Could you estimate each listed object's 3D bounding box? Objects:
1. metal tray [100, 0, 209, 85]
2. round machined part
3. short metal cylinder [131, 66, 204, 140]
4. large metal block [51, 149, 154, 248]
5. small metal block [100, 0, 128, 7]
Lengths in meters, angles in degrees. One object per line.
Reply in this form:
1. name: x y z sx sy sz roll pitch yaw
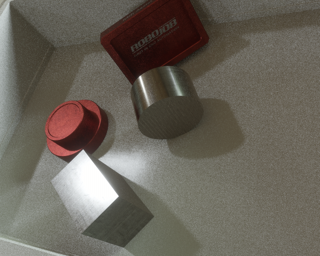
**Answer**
1. metal tray: -0.007 -0.128 0.441 0.130 0.090 0.030 -33 32 6
2. round machined part: -0.131 -0.002 0.462 0.098 0.042 0.098 -13 56 20
3. short metal cylinder: 0.008 -0.030 0.383 0.080 0.080 0.050 -26 53 12
4. large metal block: -0.064 0.081 0.353 0.050 0.080 0.080 -45 51 -3
5. small metal block: -0.086 -0.269 0.616 0.050 0.025 0.050 11 67 32
